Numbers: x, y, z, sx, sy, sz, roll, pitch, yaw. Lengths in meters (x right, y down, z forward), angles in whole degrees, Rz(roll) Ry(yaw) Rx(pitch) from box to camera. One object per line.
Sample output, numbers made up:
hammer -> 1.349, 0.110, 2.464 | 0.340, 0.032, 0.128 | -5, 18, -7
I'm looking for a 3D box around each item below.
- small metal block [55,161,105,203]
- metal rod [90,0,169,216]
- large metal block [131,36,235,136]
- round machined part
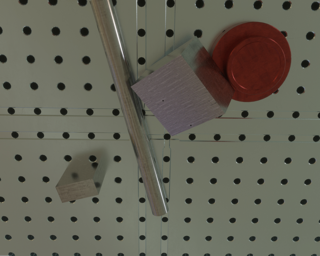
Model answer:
small metal block -> -0.108, 0.073, 0.426 | 0.050, 0.050, 0.025 | -13, 110, 4
metal rod -> -0.034, -0.013, 0.408 | 0.025, 0.025, 0.298 | -13, 110, 4
large metal block -> 0.028, -0.046, 0.366 | 0.080, 0.050, 0.080 | -25, 112, 40
round machined part -> 0.111, -0.078, 0.377 | 0.099, 0.042, 0.097 | 0, 110, -1
